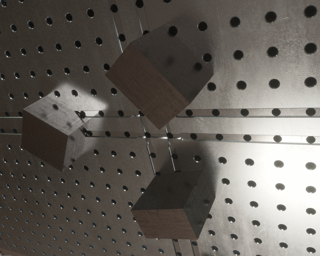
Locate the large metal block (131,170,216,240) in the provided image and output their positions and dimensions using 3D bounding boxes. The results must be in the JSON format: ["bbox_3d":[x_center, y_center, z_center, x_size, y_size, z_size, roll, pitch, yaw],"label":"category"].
[{"bbox_3d":[0.021,0.105,0.429,0.080,0.080,0.050,-12,113,33],"label":"large metal block"}]

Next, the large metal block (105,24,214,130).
[{"bbox_3d":[0.002,-0.058,0.337,0.080,0.080,0.050,46,129,-4],"label":"large metal block"}]

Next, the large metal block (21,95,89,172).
[{"bbox_3d":[-0.165,0.009,0.485,0.080,0.050,0.079,29,128,9],"label":"large metal block"}]
